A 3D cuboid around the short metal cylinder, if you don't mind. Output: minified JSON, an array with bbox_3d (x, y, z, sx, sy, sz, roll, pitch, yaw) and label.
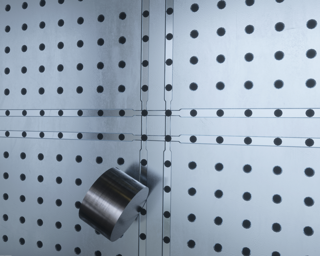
[{"bbox_3d":[-0.058,0.098,0.403,0.050,0.080,0.080,30,100,17],"label":"short metal cylinder"}]
